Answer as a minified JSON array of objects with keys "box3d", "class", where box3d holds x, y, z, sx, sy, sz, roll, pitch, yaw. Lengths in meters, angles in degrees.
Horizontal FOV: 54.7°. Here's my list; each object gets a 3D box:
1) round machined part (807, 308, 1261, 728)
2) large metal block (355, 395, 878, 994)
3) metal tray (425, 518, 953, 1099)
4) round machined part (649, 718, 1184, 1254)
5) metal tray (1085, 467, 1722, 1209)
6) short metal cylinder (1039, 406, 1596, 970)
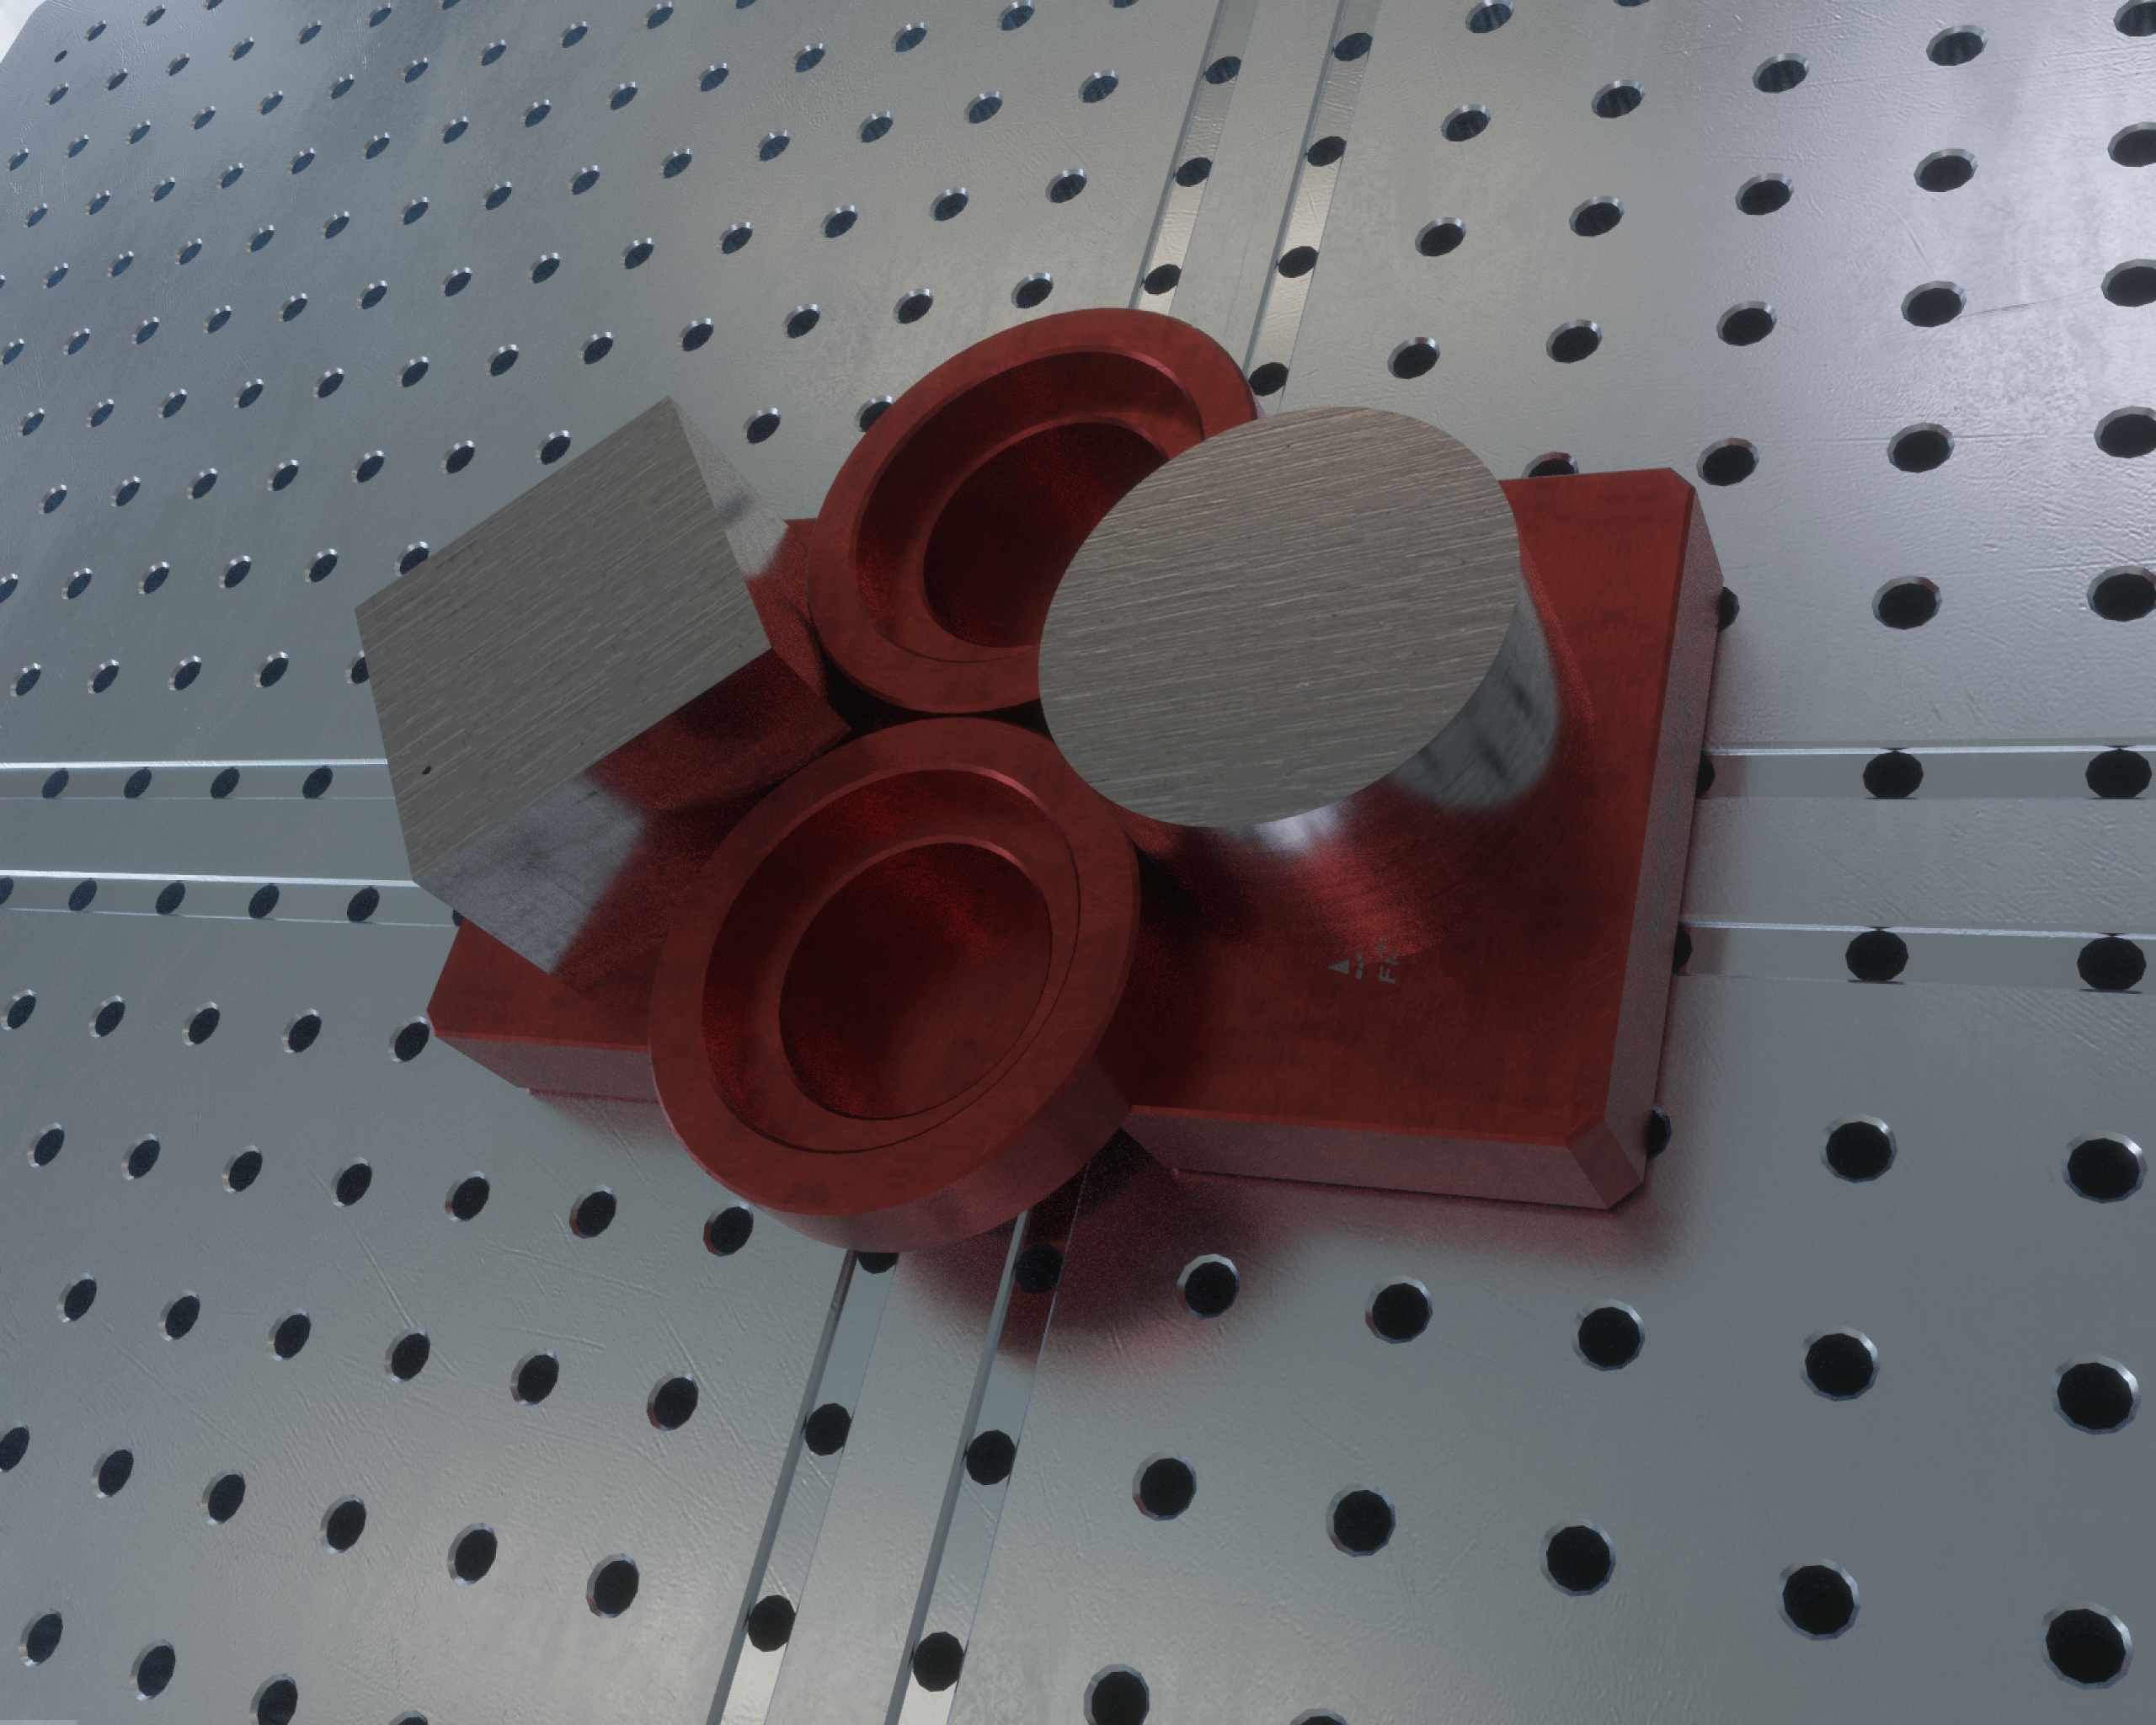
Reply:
[{"box3d":[-0.002,-0.061,0.424,0.098,0.042,0.098,-13,56,21],"class":"round machined part"},{"box3d":[-0.092,-0.034,0.423,0.080,0.050,0.080,-32,52,7],"class":"large metal block"},{"box3d":[-0.077,-0.014,0.454,0.090,0.030,0.130,1,62,27],"class":"metal tray"},{"box3d":[-0.026,0.025,0.384,0.098,0.042,0.098,-13,56,21],"class":"round machined part"},{"box3d":[0.061,-0.008,0.375,0.090,0.030,0.130,1,62,28],"class":"metal tray"},{"box3d":[0.041,-0.029,0.349,0.080,0.050,0.080,-13,56,21],"class":"short metal cylinder"}]
